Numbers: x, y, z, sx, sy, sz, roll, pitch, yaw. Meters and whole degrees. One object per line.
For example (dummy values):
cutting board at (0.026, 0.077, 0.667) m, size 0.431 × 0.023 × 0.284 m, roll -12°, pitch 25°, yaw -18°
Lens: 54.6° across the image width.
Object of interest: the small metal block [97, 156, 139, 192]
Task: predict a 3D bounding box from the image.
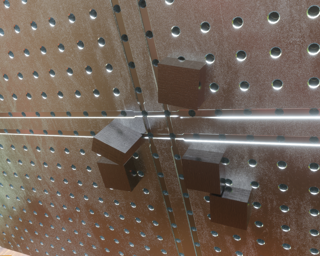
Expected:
small metal block at (-0.066, 0.070, 0.490) m, size 0.050 × 0.025 × 0.050 m, roll 2°, pitch 120°, yaw 27°

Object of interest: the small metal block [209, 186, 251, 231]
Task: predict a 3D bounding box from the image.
small metal block at (0.097, 0.108, 0.427) m, size 0.050 × 0.025 × 0.050 m, roll 7°, pitch 122°, yaw 24°

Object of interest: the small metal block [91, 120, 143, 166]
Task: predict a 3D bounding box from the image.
small metal block at (-0.060, 0.020, 0.440) m, size 0.050 × 0.050 × 0.025 m, roll 26°, pitch 128°, yaw 12°

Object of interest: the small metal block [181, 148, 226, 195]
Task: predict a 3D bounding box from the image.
small metal block at (0.059, 0.058, 0.416) m, size 0.050 × 0.025 × 0.050 m, roll 6°, pitch 121°, yaw 25°

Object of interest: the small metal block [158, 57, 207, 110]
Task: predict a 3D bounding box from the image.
small metal block at (0.026, -0.053, 0.366) m, size 0.050 × 0.025 × 0.050 m, roll 13°, pitch 124°, yaw 21°
